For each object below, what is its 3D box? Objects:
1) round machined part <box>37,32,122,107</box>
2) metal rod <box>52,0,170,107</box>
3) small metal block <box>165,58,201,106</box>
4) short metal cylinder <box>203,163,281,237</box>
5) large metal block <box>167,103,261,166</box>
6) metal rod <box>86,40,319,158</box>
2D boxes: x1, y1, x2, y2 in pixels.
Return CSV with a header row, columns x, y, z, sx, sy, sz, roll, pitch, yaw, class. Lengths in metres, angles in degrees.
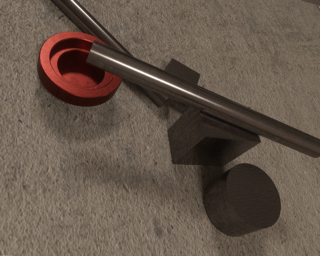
x,y,z,sx,sy,sz,roll,pitch,yaw,class
-0.099,-0.067,0.381,0.099,0.042,0.098,14,56,-21,round machined part
-0.097,-0.143,0.439,0.300,0.025,0.025,45,51,3,metal rod
0.028,-0.069,0.463,0.050,0.025,0.050,28,52,-11,small metal block
0.102,0.091,0.390,0.081,0.050,0.080,14,56,-21,short metal cylinder
0.066,0.010,0.400,0.081,0.080,0.050,6,59,-26,large metal block
0.065,-0.025,0.353,0.302,0.025,0.025,21,54,-16,metal rod
